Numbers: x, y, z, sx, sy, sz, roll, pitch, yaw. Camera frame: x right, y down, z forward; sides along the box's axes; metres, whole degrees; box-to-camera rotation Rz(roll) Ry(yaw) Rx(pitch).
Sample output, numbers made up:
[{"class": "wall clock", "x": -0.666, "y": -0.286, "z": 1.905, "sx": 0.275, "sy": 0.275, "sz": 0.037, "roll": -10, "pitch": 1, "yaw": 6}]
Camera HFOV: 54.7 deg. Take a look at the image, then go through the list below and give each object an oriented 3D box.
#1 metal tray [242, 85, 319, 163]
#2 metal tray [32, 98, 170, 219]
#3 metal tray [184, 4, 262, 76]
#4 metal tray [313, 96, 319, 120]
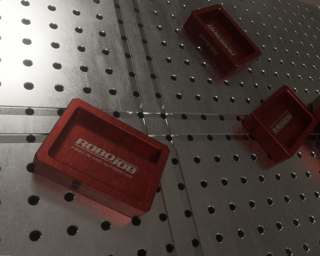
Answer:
[{"class": "metal tray", "x": 0.207, "y": -0.011, "z": 0.525, "sx": 0.131, "sy": 0.030, "sz": 0.090, "roll": -34, "pitch": 81, "yaw": -38}, {"class": "metal tray", "x": -0.061, "y": 0.034, "z": 0.352, "sx": 0.131, "sy": 0.030, "sz": 0.090, "roll": 29, "pitch": 52, "yaw": -10}, {"class": "metal tray", "x": 0.116, "y": -0.164, "z": 0.569, "sx": 0.091, "sy": 0.030, "sz": 0.130, "roll": -31, "pitch": 79, "yaw": -38}, {"class": "metal tray", "x": 0.344, "y": -0.004, "z": 0.578, "sx": 0.130, "sy": 0.030, "sz": 0.090, "roll": 46, "pitch": 32, "yaw": 4}]
